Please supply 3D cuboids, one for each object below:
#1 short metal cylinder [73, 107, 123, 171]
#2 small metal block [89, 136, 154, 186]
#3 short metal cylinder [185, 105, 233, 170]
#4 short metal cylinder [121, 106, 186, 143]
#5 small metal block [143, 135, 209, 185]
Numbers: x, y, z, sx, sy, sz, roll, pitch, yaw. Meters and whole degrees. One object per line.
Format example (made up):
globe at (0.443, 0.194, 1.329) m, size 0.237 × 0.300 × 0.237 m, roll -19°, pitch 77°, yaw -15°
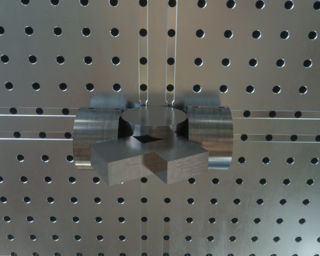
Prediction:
short metal cylinder at (-0.073, 0.013, 0.388) m, size 0.050 × 0.080 × 0.079 m, roll 1°, pitch 110°, yaw 0°
small metal block at (-0.040, 0.032, 0.325) m, size 0.050 × 0.050 × 0.025 m, roll -11°, pitch 114°, yaw -30°
short metal cylinder at (0.058, 0.012, 0.388) m, size 0.050 × 0.080 × 0.079 m, roll 1°, pitch 110°, yaw 0°
short metal cylinder at (-0.007, 0.008, 0.386) m, size 0.081 × 0.080 × 0.050 m, roll 1°, pitch 110°, yaw -1°
small metal block at (0.016, 0.032, 0.330) m, size 0.050 × 0.050 × 0.025 m, roll -11°, pitch 113°, yaw -29°
